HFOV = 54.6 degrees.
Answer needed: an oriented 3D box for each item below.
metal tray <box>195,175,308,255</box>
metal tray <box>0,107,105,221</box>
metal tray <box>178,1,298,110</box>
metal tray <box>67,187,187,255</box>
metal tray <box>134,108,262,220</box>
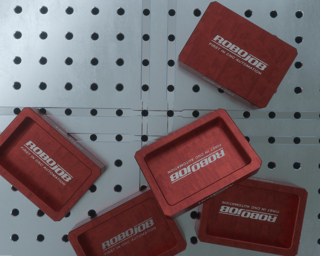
[{"bbox_3d":[0.119,0.112,0.411,0.131,0.030,0.090,10,90,0],"label":"metal tray"},{"bbox_3d":[-0.151,0.046,0.409,0.130,0.030,0.090,41,90,0],"label":"metal tray"},{"bbox_3d":[0.101,-0.094,0.411,0.130,0.030,0.090,31,90,0],"label":"metal tray"},{"bbox_3d":[-0.042,0.144,0.410,0.130,0.030,0.090,-28,90,0],"label":"metal tray"},{"bbox_3d":[0.046,0.043,0.387,0.131,0.030,0.090,-27,65,-6],"label":"metal tray"}]
